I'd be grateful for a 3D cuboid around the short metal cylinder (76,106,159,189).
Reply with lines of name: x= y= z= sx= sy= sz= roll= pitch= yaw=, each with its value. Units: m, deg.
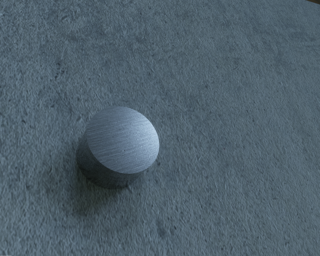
short metal cylinder: x=-0.048 y=0.022 z=0.348 sx=0.081 sy=0.050 sz=0.080 roll=13 pitch=56 yaw=-21
